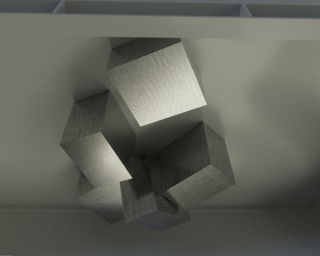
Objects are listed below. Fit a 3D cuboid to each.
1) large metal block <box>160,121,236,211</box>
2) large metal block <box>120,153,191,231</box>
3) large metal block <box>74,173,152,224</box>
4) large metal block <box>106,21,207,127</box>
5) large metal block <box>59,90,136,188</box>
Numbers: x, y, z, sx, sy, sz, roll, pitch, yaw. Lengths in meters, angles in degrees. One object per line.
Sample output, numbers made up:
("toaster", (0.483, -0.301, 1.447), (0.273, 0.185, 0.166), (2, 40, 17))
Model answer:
("large metal block", (0.047, 0.051, 0.417), (0.080, 0.080, 0.050), (-36, 122, 26))
("large metal block", (-0.008, 0.091, 0.429), (0.050, 0.080, 0.080), (-30, 143, 22))
("large metal block", (-0.068, 0.093, 0.471), (0.080, 0.050, 0.080), (-29, 125, 22))
("large metal block", (-0.001, -0.058, 0.344), (0.080, 0.050, 0.080), (-18, 128, 14))
("large metal block", (-0.071, 0.013, 0.383), (0.050, 0.080, 0.080), (-17, 128, 13))
